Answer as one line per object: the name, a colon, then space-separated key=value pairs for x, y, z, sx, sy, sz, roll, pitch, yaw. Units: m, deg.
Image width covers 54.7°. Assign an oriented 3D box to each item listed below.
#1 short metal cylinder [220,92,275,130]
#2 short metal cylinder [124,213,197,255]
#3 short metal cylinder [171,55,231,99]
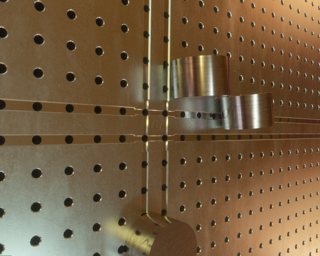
short metal cylinder: x=0.138 y=-0.028 z=0.492 sx=0.081 sy=0.080 sz=0.050 roll=-10 pitch=97 yaw=-40
short metal cylinder: x=0.001 y=0.154 z=0.397 sx=0.081 sy=0.050 sz=0.079 roll=0 pitch=90 yaw=-40
short metal cylinder: x=0.056 y=-0.067 z=0.422 sx=0.081 sy=0.080 sz=0.050 roll=-6 pitch=94 yaw=-40
